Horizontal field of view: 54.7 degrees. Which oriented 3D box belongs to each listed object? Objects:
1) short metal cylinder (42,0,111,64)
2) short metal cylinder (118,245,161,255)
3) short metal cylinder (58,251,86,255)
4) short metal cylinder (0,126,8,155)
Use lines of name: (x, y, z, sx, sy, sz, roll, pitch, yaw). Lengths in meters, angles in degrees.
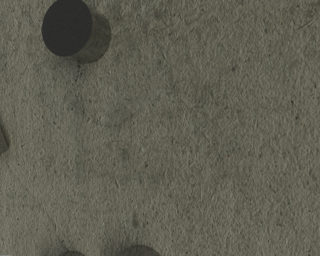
short metal cylinder: (-0.117, -0.135, 0.437, 0.080, 0.050, 0.080, 0, 90, 20)
short metal cylinder: (-0.033, 0.203, 0.407, 0.080, 0.050, 0.080, 0, 90, 20)
short metal cylinder: (-0.138, 0.226, 0.444, 0.080, 0.050, 0.080, 0, 90, 20)
short metal cylinder: (-0.287, 0.021, 0.481, 0.080, 0.080, 0.050, -26, 82, 18)
